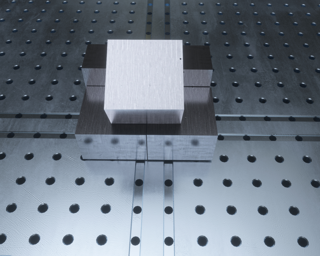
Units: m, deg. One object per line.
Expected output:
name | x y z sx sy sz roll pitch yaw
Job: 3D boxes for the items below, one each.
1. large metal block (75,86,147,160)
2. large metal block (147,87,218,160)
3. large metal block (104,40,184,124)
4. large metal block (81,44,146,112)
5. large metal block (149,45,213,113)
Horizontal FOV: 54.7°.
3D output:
large metal block | -0.056 -0.007 0.394 0.081 0.050 0.080 1 50 0
large metal block | 0.026 -0.006 0.394 0.081 0.050 0.080 1 50 0
large metal block | -0.016 -0.050 0.347 0.081 0.050 0.080 0 74 -1
large metal block | -0.056 -0.067 0.426 0.081 0.080 0.050 1 50 0
large metal block | 0.025 -0.066 0.426 0.081 0.080 0.050 1 50 0
